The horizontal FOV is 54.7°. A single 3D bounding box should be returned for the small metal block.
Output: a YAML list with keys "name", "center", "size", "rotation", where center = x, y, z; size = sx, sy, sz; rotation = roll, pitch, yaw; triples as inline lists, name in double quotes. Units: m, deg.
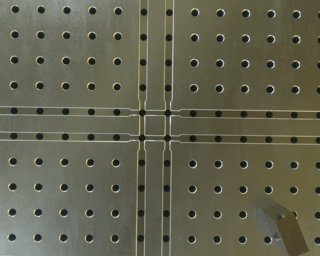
- name: "small metal block"
  center: [0.162, 0.132, 0.403]
  size: [0.025, 0.050, 0.050]
  rotation: [-22, 90, 0]
